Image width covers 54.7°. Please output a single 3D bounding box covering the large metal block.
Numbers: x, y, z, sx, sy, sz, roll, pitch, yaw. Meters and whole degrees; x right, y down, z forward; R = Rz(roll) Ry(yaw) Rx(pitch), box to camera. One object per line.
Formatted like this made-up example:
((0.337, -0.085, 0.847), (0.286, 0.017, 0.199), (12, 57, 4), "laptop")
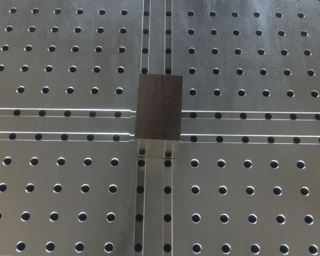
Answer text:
((-0.001, -0.012, 0.386), (0.050, 0.080, 0.080), (3, 70, 1), "large metal block")
